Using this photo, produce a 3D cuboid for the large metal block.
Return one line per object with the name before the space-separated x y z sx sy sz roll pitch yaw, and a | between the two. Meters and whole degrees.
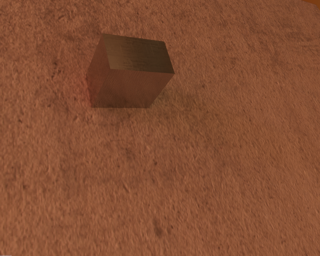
large metal block | -0.040 -0.067 0.389 0.081 0.080 0.050 -1 63 -29
